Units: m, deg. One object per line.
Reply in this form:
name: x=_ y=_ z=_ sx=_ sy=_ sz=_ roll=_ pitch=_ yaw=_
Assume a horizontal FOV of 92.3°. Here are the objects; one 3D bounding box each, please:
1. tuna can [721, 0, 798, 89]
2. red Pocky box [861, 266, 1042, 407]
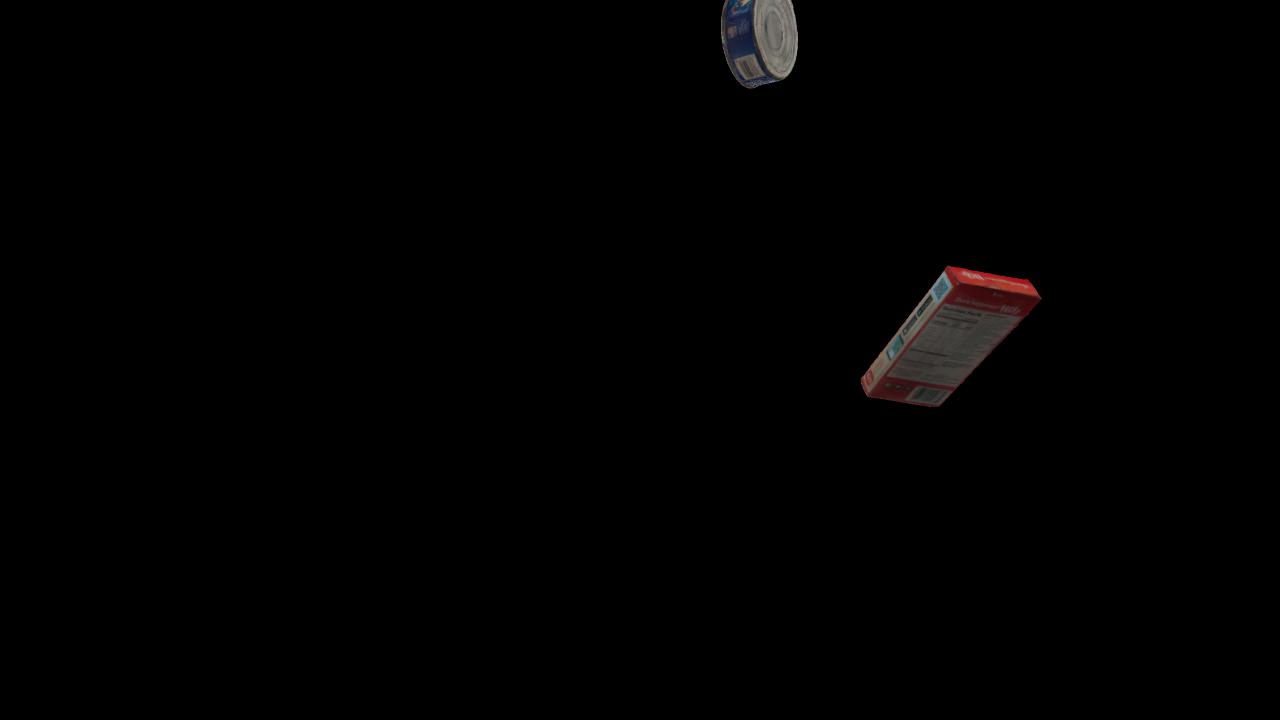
tuna can: x=0.109 y=-0.293 z=0.554 sx=0.034 sy=0.084 sz=0.084 roll=5 pitch=4 yaw=41
red Pocky box: x=0.280 y=-0.016 z=0.568 sx=0.083 sy=0.028 sz=0.155 roll=9 pitch=-43 yaw=-10
